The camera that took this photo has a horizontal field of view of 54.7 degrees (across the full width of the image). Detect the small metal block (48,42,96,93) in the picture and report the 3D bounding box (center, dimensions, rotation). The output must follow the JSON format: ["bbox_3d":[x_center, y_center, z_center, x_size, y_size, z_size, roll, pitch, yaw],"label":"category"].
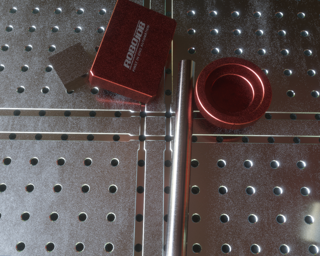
[{"bbox_3d":[-0.122,-0.086,0.442,0.050,0.025,0.050,-31,73,-11],"label":"small metal block"}]

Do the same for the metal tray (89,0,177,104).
[{"bbox_3d":[-0.036,-0.109,0.435,0.091,0.030,0.130,19,70,-11],"label":"metal tray"}]

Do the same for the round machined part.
[{"bbox_3d":[0.096,-0.043,0.420,0.099,0.042,0.098,0,70,-1],"label":"round machined part"}]

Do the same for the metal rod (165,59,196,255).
[{"bbox_3d":[0.027,0.048,0.394,0.025,0.025,0.299,5,70,1],"label":"metal rod"}]
